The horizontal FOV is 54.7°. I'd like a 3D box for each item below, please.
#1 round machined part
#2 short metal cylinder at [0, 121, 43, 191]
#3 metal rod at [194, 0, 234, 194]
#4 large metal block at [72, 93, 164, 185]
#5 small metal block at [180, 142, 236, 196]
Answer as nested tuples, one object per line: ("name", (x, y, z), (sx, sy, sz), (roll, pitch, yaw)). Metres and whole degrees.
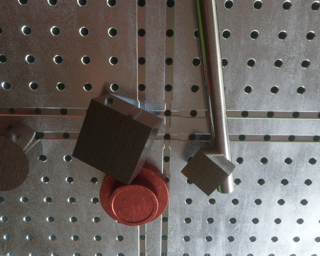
("round machined part", (-0.037, 0.099, 0.441), (0.099, 0.042, 0.097), (0, 110, -1))
("short metal cylinder", (-0.205, 0.036, 0.410), (0.081, 0.050, 0.079), (0, 110, -1))
("metal rod", (0.070, -0.050, 0.395), (0.025, 0.025, 0.298), (-9, 110, 3))
("large metal block", (-0.053, 0.012, 0.392), (0.080, 0.050, 0.079), (26, 109, 8))
("small metal block", (0.064, 0.055, 0.417), (0.050, 0.025, 0.050), (41, 128, 9))
